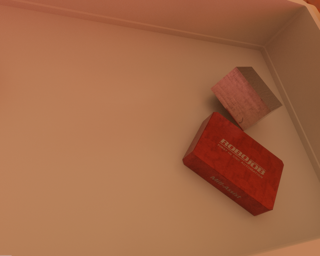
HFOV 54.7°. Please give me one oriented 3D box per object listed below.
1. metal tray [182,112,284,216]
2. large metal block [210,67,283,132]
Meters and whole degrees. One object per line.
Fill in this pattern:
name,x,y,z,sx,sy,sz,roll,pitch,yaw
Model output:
metal tray,0.105,0.048,0.432,0.130,0.030,0.090,37,51,-4
large metal block,0.135,-0.048,0.478,0.080,0.050,0.080,55,32,11
